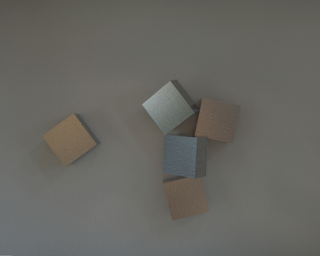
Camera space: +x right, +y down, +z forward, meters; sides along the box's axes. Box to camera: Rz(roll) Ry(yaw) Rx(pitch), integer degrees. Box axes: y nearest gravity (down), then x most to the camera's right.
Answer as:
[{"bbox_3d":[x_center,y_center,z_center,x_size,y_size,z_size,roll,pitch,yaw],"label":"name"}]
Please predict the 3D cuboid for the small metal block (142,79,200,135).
[{"bbox_3d":[0.014,-0.027,0.401,0.050,0.025,0.050,-38,86,24],"label":"small metal block"}]

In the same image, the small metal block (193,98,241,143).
[{"bbox_3d":[0.074,-0.010,0.412,0.050,0.025,0.050,11,90,-1],"label":"small metal block"}]

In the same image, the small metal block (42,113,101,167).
[{"bbox_3d":[-0.116,0.016,0.410,0.050,0.025,0.050,-36,90,0],"label":"small metal block"}]

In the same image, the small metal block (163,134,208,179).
[{"bbox_3d":[0.032,0.035,0.397,0.050,0.025,0.050,5,93,40],"label":"small metal block"}]

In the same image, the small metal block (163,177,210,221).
[{"bbox_3d":[0.034,0.090,0.412,0.050,0.025,0.050,-14,90,0],"label":"small metal block"}]
